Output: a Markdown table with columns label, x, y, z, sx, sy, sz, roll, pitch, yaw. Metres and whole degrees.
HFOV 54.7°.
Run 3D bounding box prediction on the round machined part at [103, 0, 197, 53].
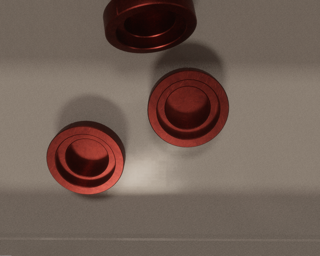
| label | x | y | z | sx | sy | sz | roll | pitch | yaw |
| --- | --- | --- | --- | --- | --- | --- | --- | --- | --- |
| round machined part | -0.012 | -0.123 | 0.336 | 0.099 | 0.098 | 0.042 | -10 | 77 | 3 |

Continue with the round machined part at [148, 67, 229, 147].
| label | x | y | z | sx | sy | sz | roll | pitch | yaw |
| --- | --- | --- | --- | --- | --- | --- | --- | --- | --- |
| round machined part | 0.034 | -0.028 | 0.392 | 0.099 | 0.042 | 0.097 | 0 | 110 | -1 |

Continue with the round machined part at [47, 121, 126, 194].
| label | x | y | z | sx | sy | sz | roll | pitch | yaw |
| --- | --- | --- | --- | --- | --- | --- | --- | --- | --- |
| round machined part | -0.095 | 0.036 | 0.414 | 0.099 | 0.042 | 0.097 | 0 | 110 | -1 |
